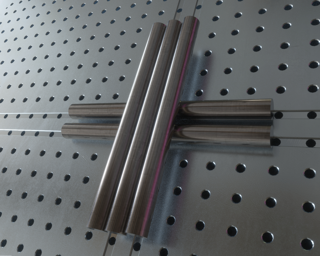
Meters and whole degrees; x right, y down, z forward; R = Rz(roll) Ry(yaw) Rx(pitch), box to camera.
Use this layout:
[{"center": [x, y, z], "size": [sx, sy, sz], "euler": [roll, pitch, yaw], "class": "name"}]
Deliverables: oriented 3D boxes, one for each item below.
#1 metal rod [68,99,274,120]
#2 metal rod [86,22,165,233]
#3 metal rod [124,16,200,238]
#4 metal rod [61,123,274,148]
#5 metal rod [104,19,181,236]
[{"center": [-0.004, -0.024, 0.424], "size": [0.300, 0.025, 0.025], "euler": [1, 62, 28], "class": "metal rod"}, {"center": [-0.035, -0.019, 0.405], "size": [0.025, 0.025, 0.300], "euler": [1, 62, 28], "class": "metal rod"}, {"center": [0.010, -0.020, 0.383], "size": [0.025, 0.025, 0.300], "euler": [1, 62, 28], "class": "metal rod"}, {"center": [-0.011, 0.007, 0.408], "size": [0.300, 0.025, 0.025], "euler": [1, 62, 28], "class": "metal rod"}, {"center": [-0.013, -0.019, 0.394], "size": [0.025, 0.025, 0.300], "euler": [1, 62, 28], "class": "metal rod"}]
